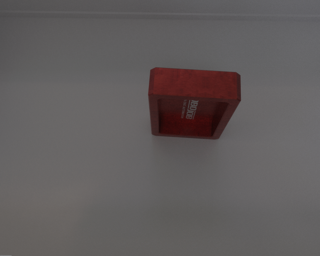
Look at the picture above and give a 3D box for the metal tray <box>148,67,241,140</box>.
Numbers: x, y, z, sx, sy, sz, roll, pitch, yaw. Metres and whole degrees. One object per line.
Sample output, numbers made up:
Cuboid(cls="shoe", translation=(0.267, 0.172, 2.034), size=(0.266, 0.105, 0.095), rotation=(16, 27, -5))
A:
Cuboid(cls="metal tray", translation=(0.035, -0.022, 0.362), size=(0.090, 0.130, 0.030), rotation=(4, 70, 1))
